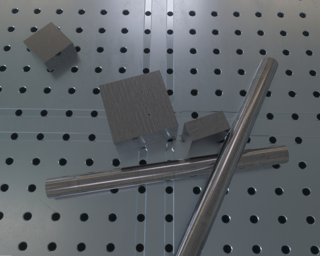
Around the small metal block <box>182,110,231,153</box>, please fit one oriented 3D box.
[{"bbox_3d":[0.057,0.006,0.397,0.050,0.050,0.025,-18,71,-7],"label":"small metal block"}]

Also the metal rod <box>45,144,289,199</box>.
[{"bbox_3d":[0.012,0.054,0.392,0.302,0.025,0.025,-8,70,-3],"label":"metal rod"}]

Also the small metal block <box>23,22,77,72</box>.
[{"bbox_3d":[-0.160,-0.119,0.454,0.050,0.025,0.050,-42,76,-14],"label":"small metal block"}]

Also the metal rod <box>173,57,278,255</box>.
[{"bbox_3d":[0.090,0.022,0.378,0.025,0.025,0.300,26,62,9],"label":"metal rod"}]

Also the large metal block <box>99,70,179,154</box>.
[{"bbox_3d":[-0.027,-0.020,0.406,0.081,0.050,0.080,-16,71,-6],"label":"large metal block"}]
